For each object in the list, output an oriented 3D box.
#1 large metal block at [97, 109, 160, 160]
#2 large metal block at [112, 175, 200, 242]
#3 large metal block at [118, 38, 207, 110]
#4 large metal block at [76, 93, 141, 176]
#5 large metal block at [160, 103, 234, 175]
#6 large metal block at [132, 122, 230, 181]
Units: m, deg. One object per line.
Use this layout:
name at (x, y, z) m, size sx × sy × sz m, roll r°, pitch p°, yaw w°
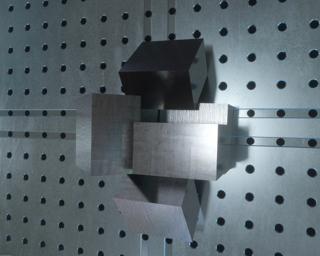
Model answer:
large metal block at (-0.035, 0.006, 0.412) m, size 0.080 × 0.050 × 0.080 m, roll 7°, pitch 93°, yaw 20°
large metal block at (0.000, 0.091, 0.378) m, size 0.080 × 0.050 × 0.080 m, roll 2°, pitch 136°, yaw 20°
large metal block at (0.008, -0.066, 0.373) m, size 0.080 × 0.080 × 0.050 m, roll 2°, pitch 129°, yaw 20°
large metal block at (-0.060, 0.006, 0.343) m, size 0.050 × 0.080 × 0.080 m, roll 1°, pitch 91°, yaw -25°
large metal block at (0.045, 0.011, 0.383) m, size 0.080 × 0.050 × 0.080 m, roll 3°, pitch 91°, yaw 20°
large metal block at (0.026, 0.020, 0.321) m, size 0.080 × 0.080 × 0.050 m, roll 2°, pitch 91°, yaw 20°
